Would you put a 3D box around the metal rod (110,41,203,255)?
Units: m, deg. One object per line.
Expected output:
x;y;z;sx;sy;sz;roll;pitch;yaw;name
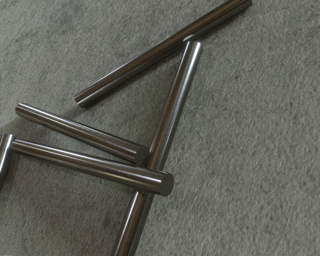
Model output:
0.004;0.014;0.392;0.025;0.025;0.300;6;64;30;metal rod

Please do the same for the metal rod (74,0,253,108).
-0.001;-0.116;0.473;0.301;0.025;0.025;-30;52;8;metal rod

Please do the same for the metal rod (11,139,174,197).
-0.111;0.045;0.413;0.300;0.025;0.025;7;65;37;metal rod

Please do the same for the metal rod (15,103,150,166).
-0.132;0.000;0.455;0.300;0.025;0.025;16;70;39;metal rod

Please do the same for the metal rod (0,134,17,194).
-0.262;0.145;0.449;0.025;0.025;0.299;-11;57;22;metal rod
